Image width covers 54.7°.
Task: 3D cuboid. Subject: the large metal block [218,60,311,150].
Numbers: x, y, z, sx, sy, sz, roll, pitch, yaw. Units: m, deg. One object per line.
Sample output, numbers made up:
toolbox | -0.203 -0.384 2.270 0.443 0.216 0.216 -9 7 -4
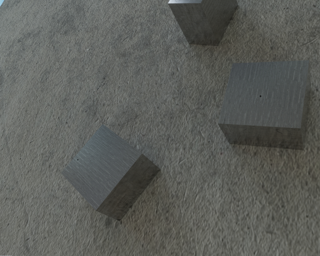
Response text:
large metal block | 0.118 -0.026 0.342 0.080 0.050 0.080 4 64 30

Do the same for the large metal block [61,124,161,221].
large metal block | -0.061 0.054 0.387 0.080 0.050 0.080 32 80 38

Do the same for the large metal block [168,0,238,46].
large metal block | 0.065 -0.177 0.443 0.050 0.080 0.080 15 70 34
